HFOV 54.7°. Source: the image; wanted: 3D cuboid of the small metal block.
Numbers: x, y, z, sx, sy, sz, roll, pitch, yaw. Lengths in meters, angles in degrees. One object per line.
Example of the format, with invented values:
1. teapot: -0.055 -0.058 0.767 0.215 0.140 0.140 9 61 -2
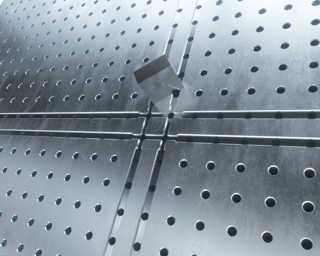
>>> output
1. small metal block: -0.001 -0.067 0.433 0.050 0.050 0.025 -28 52 10
